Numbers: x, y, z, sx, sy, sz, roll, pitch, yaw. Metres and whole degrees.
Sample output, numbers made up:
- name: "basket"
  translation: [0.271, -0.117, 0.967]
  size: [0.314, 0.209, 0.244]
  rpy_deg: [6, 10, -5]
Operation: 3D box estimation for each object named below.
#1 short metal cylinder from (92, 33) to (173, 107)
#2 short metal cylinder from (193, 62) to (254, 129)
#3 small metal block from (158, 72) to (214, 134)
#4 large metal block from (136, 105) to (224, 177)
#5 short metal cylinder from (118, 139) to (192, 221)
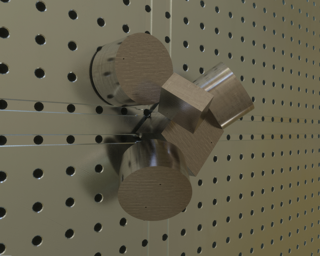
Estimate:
- name: "short metal cylinder"
  translation: [-0.031, -0.066, 0.363]
  size: [0.081, 0.050, 0.079]
  rpy_deg: [0, 90, -40]
- name: "short metal cylinder"
  translation: [0.086, -0.045, 0.432]
  size: [0.050, 0.080, 0.080]
  rpy_deg: [-35, 118, 8]
- name: "small metal block"
  translation: [0.027, -0.027, 0.347]
  size: [0.050, 0.050, 0.025]
  rpy_deg: [33, 64, 12]
- name: "large metal block"
  translation: [0.029, 0.005, 0.410]
  size: [0.080, 0.050, 0.080]
  rpy_deg: [52, 60, -28]
- name: "short metal cylinder"
  translation: [-0.007, 0.060, 0.356]
  size: [0.081, 0.050, 0.079]
  rpy_deg: [-2, 121, -4]
